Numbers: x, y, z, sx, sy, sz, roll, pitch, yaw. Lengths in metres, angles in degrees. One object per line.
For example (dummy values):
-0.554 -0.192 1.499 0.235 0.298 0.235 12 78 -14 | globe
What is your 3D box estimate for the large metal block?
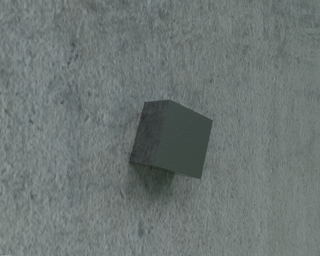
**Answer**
0.016 0.016 0.401 0.080 0.050 0.080 22 76 -38 | large metal block
